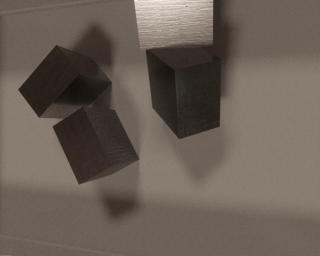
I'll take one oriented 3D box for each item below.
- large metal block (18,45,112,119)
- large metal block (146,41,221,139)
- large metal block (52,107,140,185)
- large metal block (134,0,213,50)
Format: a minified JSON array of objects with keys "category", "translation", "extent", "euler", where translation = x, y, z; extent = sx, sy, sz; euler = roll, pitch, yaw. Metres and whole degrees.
[{"category":"large metal block","translation":[-0.127,-0.058,0.425],"extent":[0.080,0.080,0.050],"euler":[-44,77,14]},{"category":"large metal block","translation":[0.025,-0.047,0.350],"extent":[0.050,0.080,0.079],"euler":[-17,125,-16]},{"category":"large metal block","translation":[-0.081,0.021,0.409],"extent":[0.050,0.080,0.080],"euler":[-30,81,17]},{"category":"large metal block","translation":[0.018,-0.134,0.340],"extent":[0.080,0.050,0.079],"euler":[1,123,10]}]
